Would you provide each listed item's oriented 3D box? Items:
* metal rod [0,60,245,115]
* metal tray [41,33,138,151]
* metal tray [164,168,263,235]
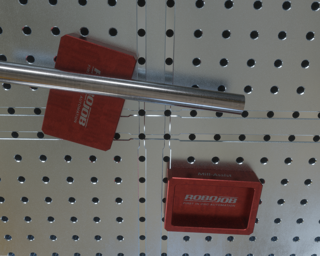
[{"bbox_3d":[-0.051,-0.047,0.362,0.302,0.025,0.025,7,110,-4],"label":"metal rod"},{"bbox_3d":[-0.090,-0.043,0.394,0.091,0.030,0.129,17,109,-7],"label":"metal tray"},{"bbox_3d":[0.074,0.108,0.451,0.131,0.030,0.089,3,110,-2],"label":"metal tray"}]
